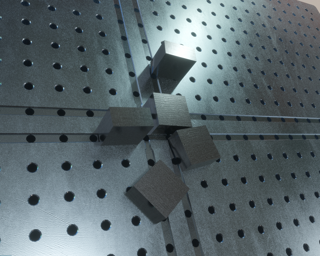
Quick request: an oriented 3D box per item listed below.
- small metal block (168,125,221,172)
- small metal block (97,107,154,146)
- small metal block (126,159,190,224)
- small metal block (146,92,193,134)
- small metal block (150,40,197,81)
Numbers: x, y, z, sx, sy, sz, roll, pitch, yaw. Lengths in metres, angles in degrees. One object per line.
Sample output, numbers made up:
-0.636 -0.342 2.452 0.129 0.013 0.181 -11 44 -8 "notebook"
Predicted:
0.046 0.027 0.418 0.050 0.025 0.050 -10 67 -33 "small metal block"
-0.042 -0.001 0.371 0.050 0.050 0.025 -1 62 -29 "small metal block"
-0.002 0.074 0.364 0.050 0.025 0.050 45 51 3 "small metal block"
0.012 -0.019 0.428 0.050 0.025 0.050 4 60 -27 "small metal block"
0.019 -0.100 0.465 0.050 0.050 0.025 9 58 -24 "small metal block"
